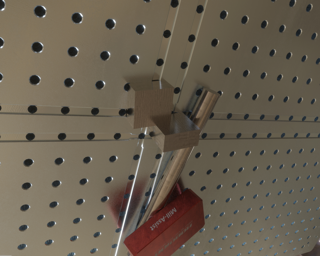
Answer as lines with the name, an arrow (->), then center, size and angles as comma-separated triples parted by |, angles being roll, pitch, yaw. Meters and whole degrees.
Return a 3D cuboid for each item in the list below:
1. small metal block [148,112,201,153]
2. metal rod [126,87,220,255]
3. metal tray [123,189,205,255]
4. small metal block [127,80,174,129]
small metal block -> 0.017, 0.004, 0.407 | 0.050, 0.050, 0.025 | -9, 123, -23
metal rod -> 0.013, 0.079, 0.466 | 0.025, 0.025, 0.298 | 11, 113, -33
metal tray -> 0.012, 0.165, 0.491 | 0.131, 0.030, 0.090 | -34, 140, -20
small metal block -> -0.013, -0.030, 0.386 | 0.050, 0.025, 0.050 | -9, 122, -24
